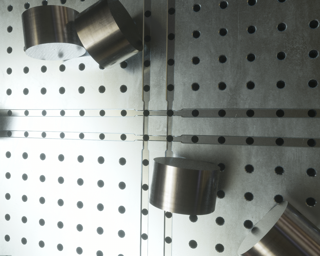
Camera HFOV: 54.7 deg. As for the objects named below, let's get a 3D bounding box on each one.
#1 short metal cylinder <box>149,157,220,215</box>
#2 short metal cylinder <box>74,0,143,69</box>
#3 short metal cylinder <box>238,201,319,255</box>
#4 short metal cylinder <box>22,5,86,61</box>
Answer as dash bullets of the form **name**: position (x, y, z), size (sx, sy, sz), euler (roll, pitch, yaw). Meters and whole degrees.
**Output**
- **short metal cylinder**: position (0.029, 0.067, 0.373), size (0.080, 0.080, 0.050), euler (8, 93, 20)
- **short metal cylinder**: position (-0.065, -0.125, 0.406), size (0.050, 0.080, 0.080), euler (-25, 82, 18)
- **short metal cylinder**: position (0.131, 0.126, 0.337), size (0.050, 0.080, 0.080), euler (43, 103, 15)
- **short metal cylinder**: position (-0.149, -0.131, 0.436), size (0.080, 0.080, 0.050), euler (-8, 87, 20)
